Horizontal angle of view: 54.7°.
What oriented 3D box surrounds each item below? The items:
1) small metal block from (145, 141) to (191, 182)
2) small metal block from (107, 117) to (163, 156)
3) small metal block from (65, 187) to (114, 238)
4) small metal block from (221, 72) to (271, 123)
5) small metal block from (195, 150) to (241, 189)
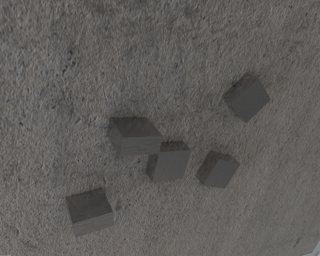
[{"bbox_3d":[0.011,0.047,0.442,0.050,0.025,0.050,-2,119,-28],"label":"small metal block"},{"bbox_3d":[-0.032,0.009,0.379,0.050,0.050,0.025,-1,119,-28],"label":"small metal block"},{"bbox_3d":[-0.093,0.109,0.407,0.050,0.050,0.025,-12,124,-22],"label":"small metal block"},{"bbox_3d":[0.125,-0.043,0.448,0.050,0.025,0.050,-44,129,2],"label":"small metal block"},{"bbox_3d":[0.093,0.068,0.500,0.050,0.025,0.050,16,110,-35],"label":"small metal block"}]
